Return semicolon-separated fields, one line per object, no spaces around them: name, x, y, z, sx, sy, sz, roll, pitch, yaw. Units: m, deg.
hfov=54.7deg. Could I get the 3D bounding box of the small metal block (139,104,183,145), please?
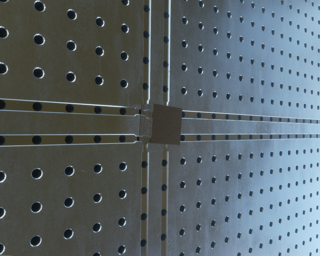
small metal block;0.002;-0.004;0.412;0.050;0.025;0.050;6;86;-40
